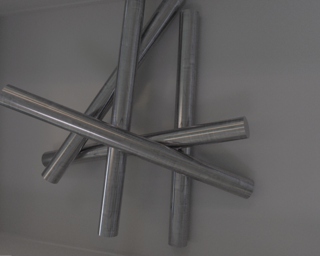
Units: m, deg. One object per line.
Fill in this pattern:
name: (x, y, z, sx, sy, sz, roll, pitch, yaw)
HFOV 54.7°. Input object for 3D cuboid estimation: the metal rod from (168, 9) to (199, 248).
metal rod: (0.030, 0.001, 0.399, 0.025, 0.025, 0.298, 3, 91, 20)

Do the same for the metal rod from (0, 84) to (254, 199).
metal rod: (-0.032, 0.019, 0.358, 0.302, 0.025, 0.025, 22, 98, -6)

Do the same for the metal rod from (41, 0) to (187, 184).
metal rod: (-0.063, -0.053, 0.412, 0.025, 0.025, 0.299, 37, 94, 16)

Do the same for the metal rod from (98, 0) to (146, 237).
metal rod: (-0.047, -0.018, 0.382, 0.025, 0.025, 0.298, 7, 90, 20)

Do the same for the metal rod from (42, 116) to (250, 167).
metal rod: (-0.038, 0.024, 0.404, 0.300, 0.025, 0.025, -10, 87, 26)
